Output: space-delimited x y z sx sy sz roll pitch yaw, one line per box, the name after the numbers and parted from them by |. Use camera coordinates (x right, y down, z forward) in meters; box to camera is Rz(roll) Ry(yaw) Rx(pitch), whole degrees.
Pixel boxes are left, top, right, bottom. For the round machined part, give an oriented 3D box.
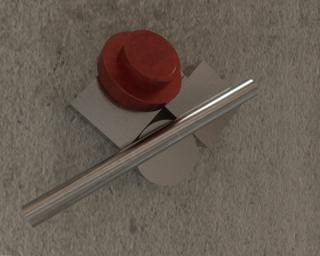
-0.016 -0.070 0.349 0.099 0.042 0.098 15 57 -25 | round machined part

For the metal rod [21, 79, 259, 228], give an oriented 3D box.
-0.007 0.018 0.355 0.302 0.025 0.025 -29 100 -18 | metal rod

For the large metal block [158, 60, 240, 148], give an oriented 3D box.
0.050 -0.031 0.417 0.080 0.050 0.080 43 76 -15 | large metal block

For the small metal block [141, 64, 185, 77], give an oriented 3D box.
-0.005 -0.069 0.408 0.050 0.025 0.050 45 76 -15 | small metal block

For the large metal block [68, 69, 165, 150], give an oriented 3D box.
-0.052 -0.029 0.377 0.080 0.050 0.080 44 76 -15 | large metal block

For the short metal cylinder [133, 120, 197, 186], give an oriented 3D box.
0.000 0.030 0.397 0.081 0.050 0.079 0 90 -21 | short metal cylinder
